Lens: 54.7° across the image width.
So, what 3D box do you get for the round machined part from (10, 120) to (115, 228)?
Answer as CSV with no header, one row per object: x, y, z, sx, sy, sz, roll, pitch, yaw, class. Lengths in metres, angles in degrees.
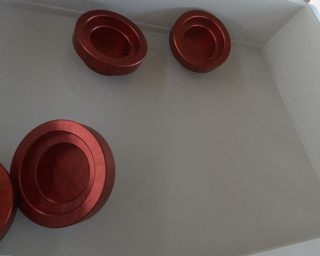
-0.089,0.043,0.299,0.098,0.042,0.097,-2,81,14,round machined part

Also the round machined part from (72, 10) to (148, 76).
-0.070,-0.111,0.426,0.099,0.042,0.098,14,56,-21,round machined part

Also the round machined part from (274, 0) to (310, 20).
0.338,-0.325,0.782,0.099,0.042,0.098,14,56,-21,round machined part

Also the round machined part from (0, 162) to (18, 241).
-0.173,0.061,0.251,0.099,0.042,0.098,6,64,-11,round machined part

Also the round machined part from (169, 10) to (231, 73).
0.060,-0.134,0.499,0.099,0.042,0.098,4,78,-18,round machined part
